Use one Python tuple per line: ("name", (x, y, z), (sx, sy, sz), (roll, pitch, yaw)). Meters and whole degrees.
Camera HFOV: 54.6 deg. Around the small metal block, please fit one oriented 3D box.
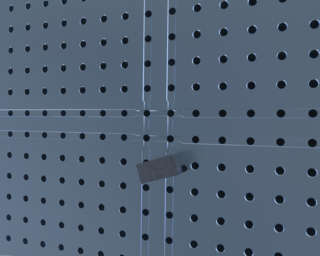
("small metal block", (0.005, 0.050, 0.398), (0.050, 0.050, 0.025), (-17, 85, 19))
